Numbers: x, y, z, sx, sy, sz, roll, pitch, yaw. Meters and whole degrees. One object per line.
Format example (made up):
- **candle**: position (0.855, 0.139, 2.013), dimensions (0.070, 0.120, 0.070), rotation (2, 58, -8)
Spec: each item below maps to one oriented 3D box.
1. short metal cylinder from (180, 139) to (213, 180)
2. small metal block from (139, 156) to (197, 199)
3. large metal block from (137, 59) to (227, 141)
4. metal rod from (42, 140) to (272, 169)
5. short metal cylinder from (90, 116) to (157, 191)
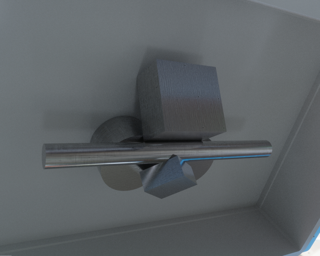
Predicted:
- **short metal cylinder**: position (0.028, 0.033, 0.429), dimensions (0.081, 0.050, 0.079), rotation (-14, 125, -21)
- **small metal block**: position (0.011, 0.061, 0.373), dimensions (0.050, 0.025, 0.050), rotation (-25, 151, 13)
- **large metal block**: position (0.024, -0.028, 0.361), dimensions (0.081, 0.050, 0.080), rotation (1, 75, -29)
- **metal rod**: position (0.020, 0.029, 0.372), dimensions (0.303, 0.025, 0.025), rotation (1, 118, -29)
- **short metal cylinder**: position (-0.042, 0.032, 0.389), dimensions (0.081, 0.050, 0.079), rotation (-14, 125, -21)
